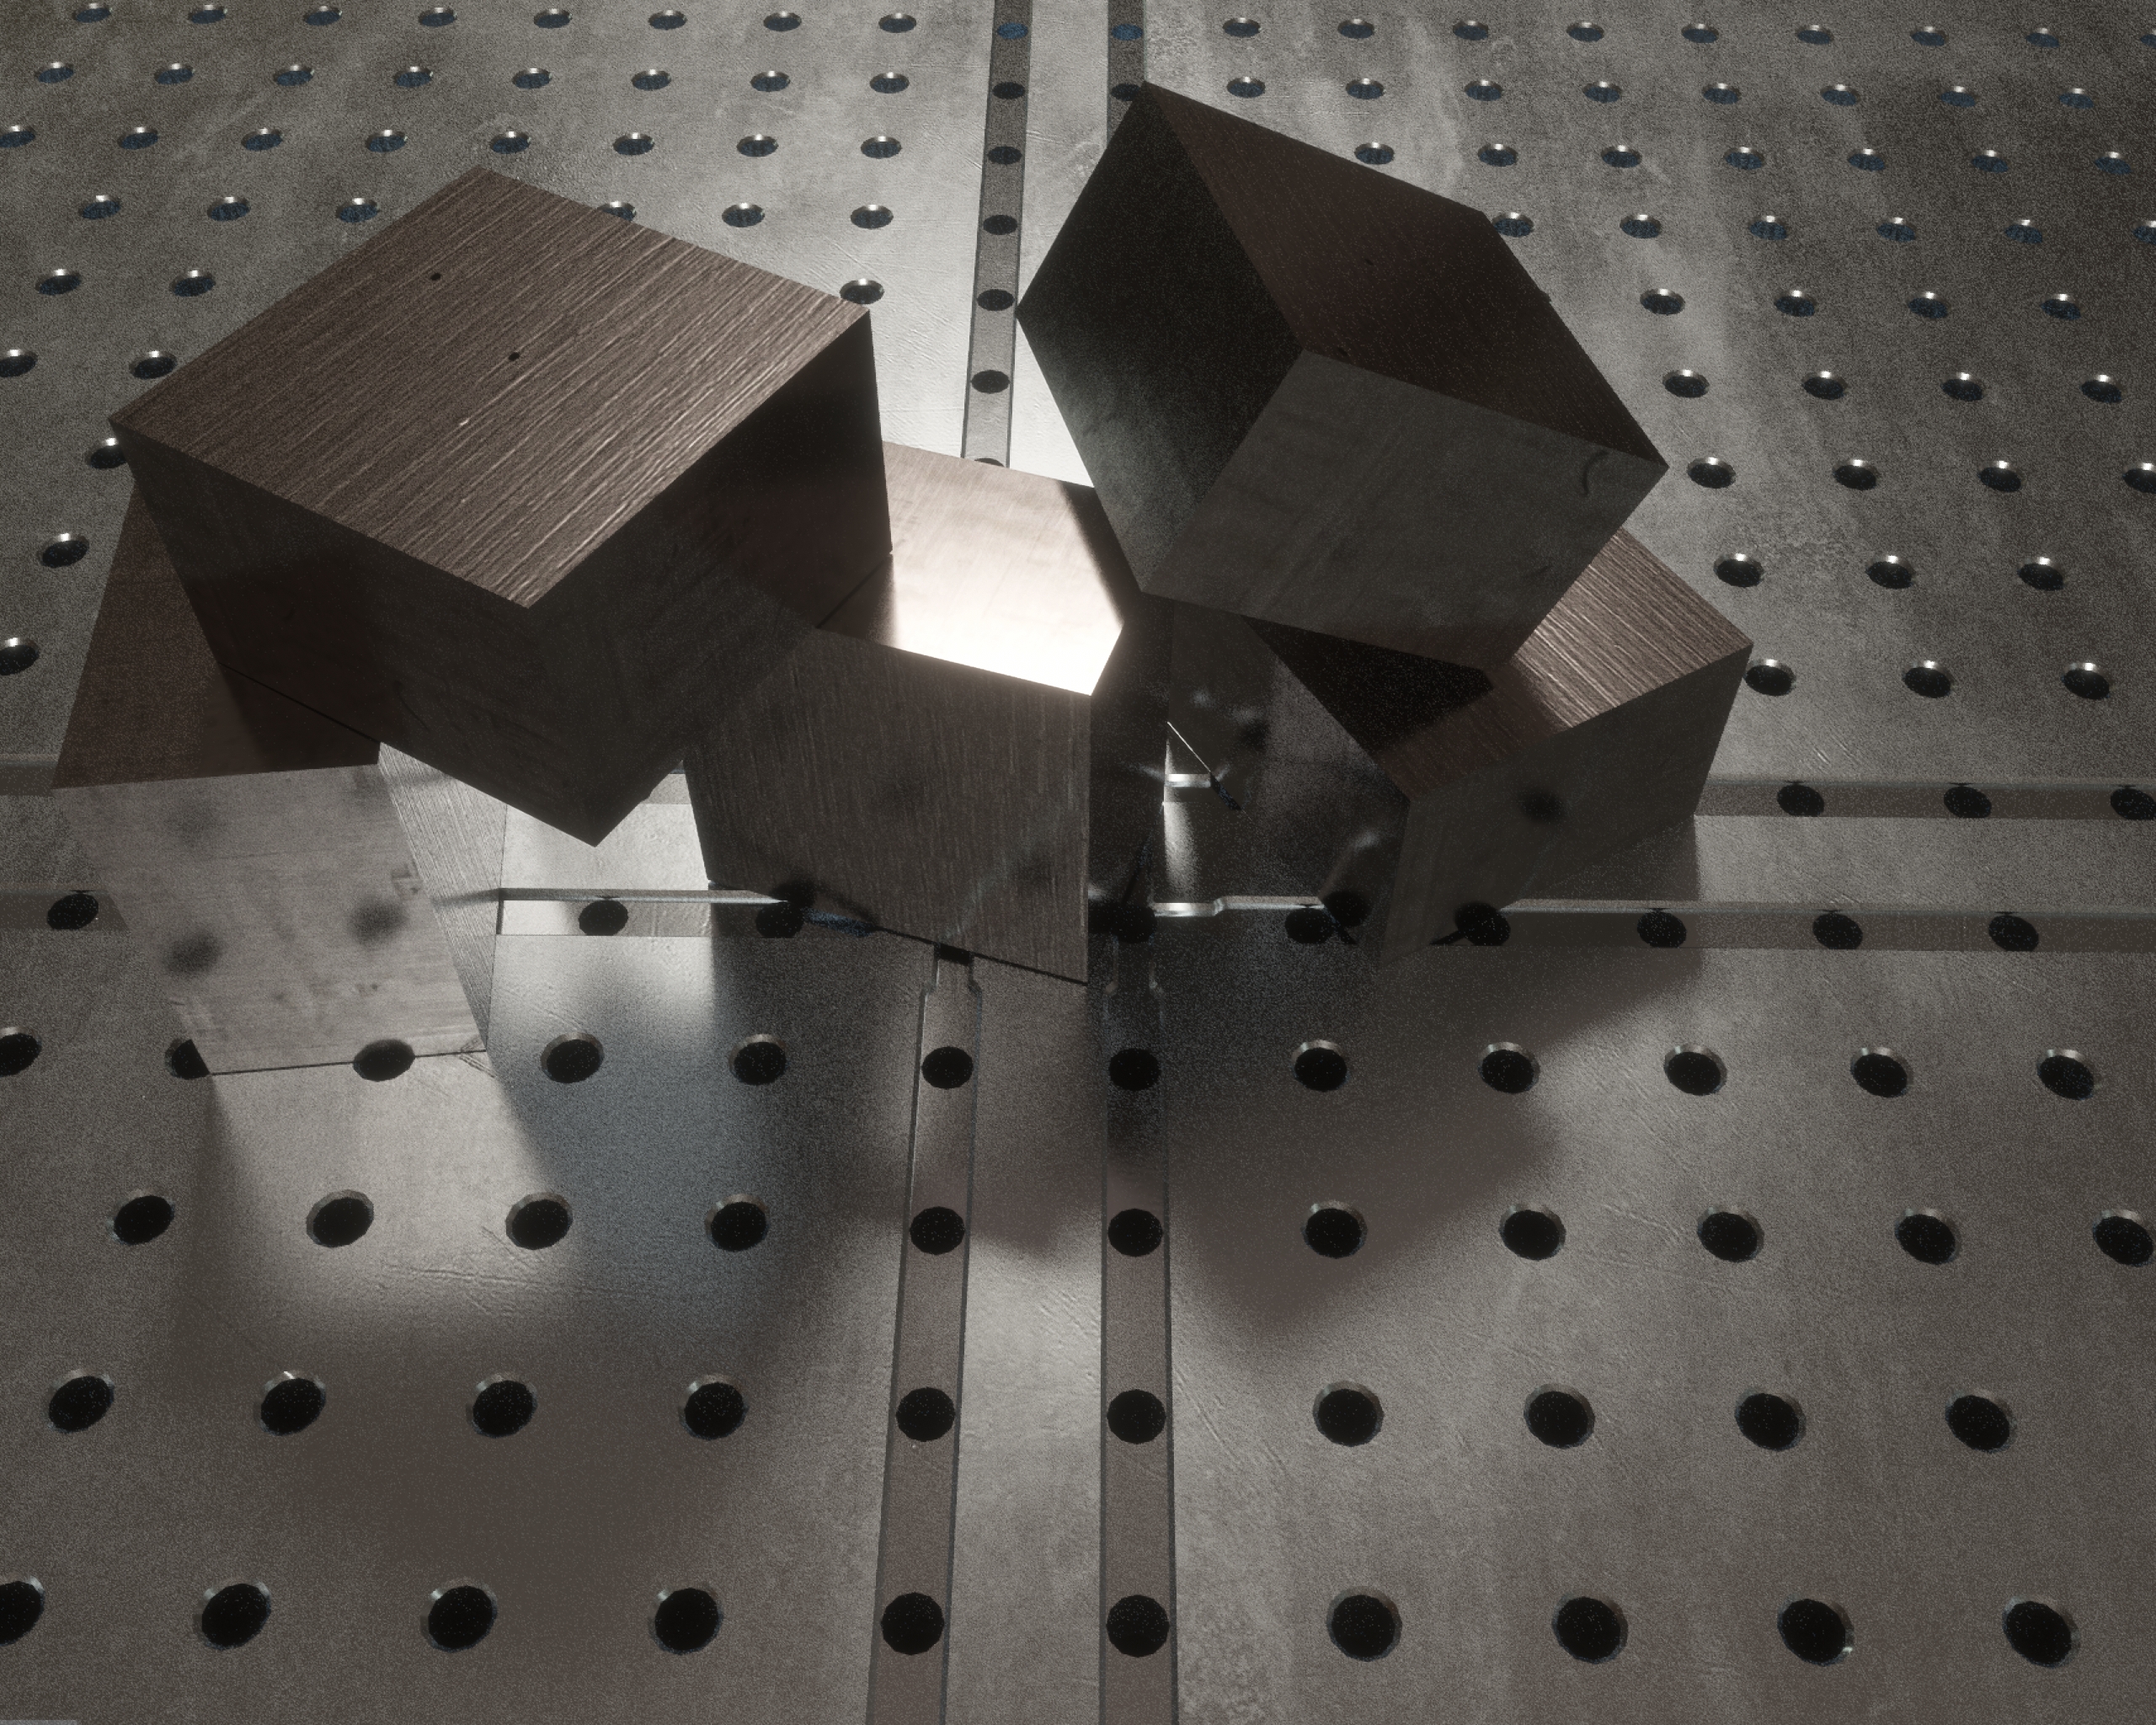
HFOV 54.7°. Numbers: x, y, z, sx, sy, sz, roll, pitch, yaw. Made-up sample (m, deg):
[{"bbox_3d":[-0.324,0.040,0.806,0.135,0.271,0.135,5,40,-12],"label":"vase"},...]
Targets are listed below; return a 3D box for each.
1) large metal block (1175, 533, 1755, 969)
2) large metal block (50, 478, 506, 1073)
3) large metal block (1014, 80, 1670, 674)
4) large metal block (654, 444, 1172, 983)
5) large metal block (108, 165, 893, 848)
[{"bbox_3d":[0.073,-0.037,0.423,0.081,0.050,0.080,-24,54,-19],"label":"large metal block"},{"bbox_3d":[-0.141,-0.019,0.385,0.050,0.080,0.080,-5,50,-4],"label":"large metal block"},{"bbox_3d":[0.045,-0.086,0.375,0.081,0.050,0.080,8,44,-32],"label":"large metal block"},{"bbox_3d":[-0.028,-0.030,0.396,0.080,0.080,0.050,15,52,11],"label":"large metal block"},{"bbox_3d":[-0.088,-0.060,0.335,0.080,0.050,0.080,25,54,19],"label":"large metal block"}]
